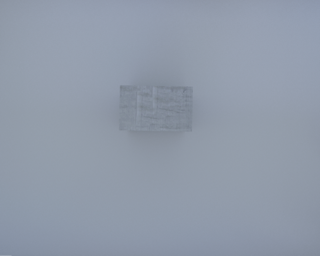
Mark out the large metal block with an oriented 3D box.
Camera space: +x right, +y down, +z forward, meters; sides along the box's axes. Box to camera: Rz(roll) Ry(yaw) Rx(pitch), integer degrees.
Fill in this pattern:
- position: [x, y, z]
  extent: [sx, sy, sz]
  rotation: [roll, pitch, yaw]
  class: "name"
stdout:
- position: [-0.005, -0.022, 0.382]
  extent: [0.080, 0.080, 0.050]
  rotation: [1, 90, 0]
  class: "large metal block"
